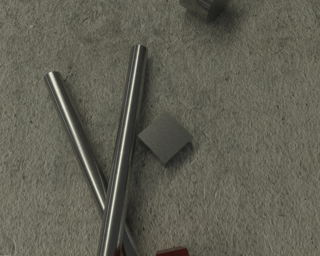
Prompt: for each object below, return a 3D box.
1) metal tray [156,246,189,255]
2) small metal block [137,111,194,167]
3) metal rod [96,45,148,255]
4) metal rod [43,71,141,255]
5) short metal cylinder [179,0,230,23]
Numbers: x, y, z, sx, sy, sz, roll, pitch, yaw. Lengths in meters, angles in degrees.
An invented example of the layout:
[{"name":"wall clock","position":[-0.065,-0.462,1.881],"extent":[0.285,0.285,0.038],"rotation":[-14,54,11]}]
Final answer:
[{"name":"metal tray","position":[0.024,0.188,0.305],"extent":[0.030,0.090,0.129],"rotation":[-11,71,-4]},{"name":"small metal block","position":[0.007,0.015,0.403],"extent":[0.050,0.025,0.050],"rotation":[-42,76,-14]},{"name":"metal rod","position":[-0.043,0.021,0.382],"extent":[0.025,0.025,0.299],"rotation":[5,64,1]},{"name":"metal rod","position":[-0.083,0.055,0.386],"extent":[0.025,0.025,0.299],"rotation":[-25,72,-9]},{"name":"short metal cylinder","position":[0.072,-0.204,0.454],"extent":[0.050,0.080,0.080],"rotation":[37,74,12]}]
